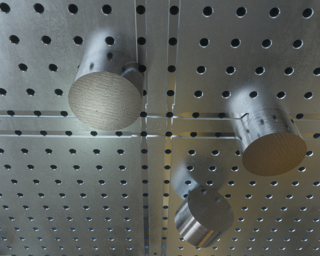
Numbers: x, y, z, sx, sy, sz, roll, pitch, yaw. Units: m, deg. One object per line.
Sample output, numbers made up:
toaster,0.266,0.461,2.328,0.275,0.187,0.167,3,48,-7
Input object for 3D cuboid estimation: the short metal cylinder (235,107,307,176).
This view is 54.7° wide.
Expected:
short metal cylinder,0.145,0.019,0.413,0.081,0.050,0.079,0,130,0

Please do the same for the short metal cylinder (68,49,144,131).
short metal cylinder,-0.060,-0.043,0.358,0.081,0.050,0.079,0,130,0

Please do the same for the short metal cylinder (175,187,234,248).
short metal cylinder,0.070,0.142,0.497,0.081,0.080,0.050,17,128,-14
